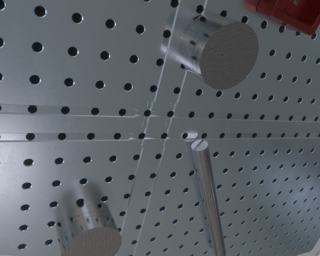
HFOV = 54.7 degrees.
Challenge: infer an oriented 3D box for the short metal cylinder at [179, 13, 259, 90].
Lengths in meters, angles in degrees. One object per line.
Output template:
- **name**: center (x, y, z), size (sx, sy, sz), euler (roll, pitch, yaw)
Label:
- **short metal cylinder**: center (0.071, -0.093, 0.376), size (0.081, 0.050, 0.079), euler (-14, 124, -21)

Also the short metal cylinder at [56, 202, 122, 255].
- **short metal cylinder**: center (-0.100, 0.151, 0.434), size (0.081, 0.050, 0.079), euler (-14, 124, -21)

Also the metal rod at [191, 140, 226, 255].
- **metal rod**: center (0.091, 0.141, 0.547), size (0.025, 0.025, 0.298), euler (-25, 128, -13)

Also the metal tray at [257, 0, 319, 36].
- **metal tray**: center (0.190, -0.194, 0.390), size (0.091, 0.030, 0.129), euler (10, 114, -33)
